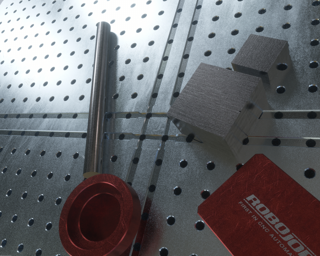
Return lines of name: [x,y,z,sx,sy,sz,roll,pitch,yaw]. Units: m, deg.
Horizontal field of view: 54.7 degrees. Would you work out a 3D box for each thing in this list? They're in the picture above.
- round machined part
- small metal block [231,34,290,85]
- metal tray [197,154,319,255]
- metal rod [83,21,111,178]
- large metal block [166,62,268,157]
round machined part: [-0.066,0.107,0.365,0.098,0.042,0.098,-13,56,20]
small metal block: [0.128,-0.089,0.395,0.050,0.025,0.050,26,76,36]
metal tray: [0.109,0.097,0.288,0.090,0.030,0.130,-42,51,-1]
metal rod: [-0.097,-0.062,0.495,0.025,0.025,0.299,-16,55,19]
large metal block: [0.069,-0.024,0.370,0.080,0.050,0.080,25,75,36]
